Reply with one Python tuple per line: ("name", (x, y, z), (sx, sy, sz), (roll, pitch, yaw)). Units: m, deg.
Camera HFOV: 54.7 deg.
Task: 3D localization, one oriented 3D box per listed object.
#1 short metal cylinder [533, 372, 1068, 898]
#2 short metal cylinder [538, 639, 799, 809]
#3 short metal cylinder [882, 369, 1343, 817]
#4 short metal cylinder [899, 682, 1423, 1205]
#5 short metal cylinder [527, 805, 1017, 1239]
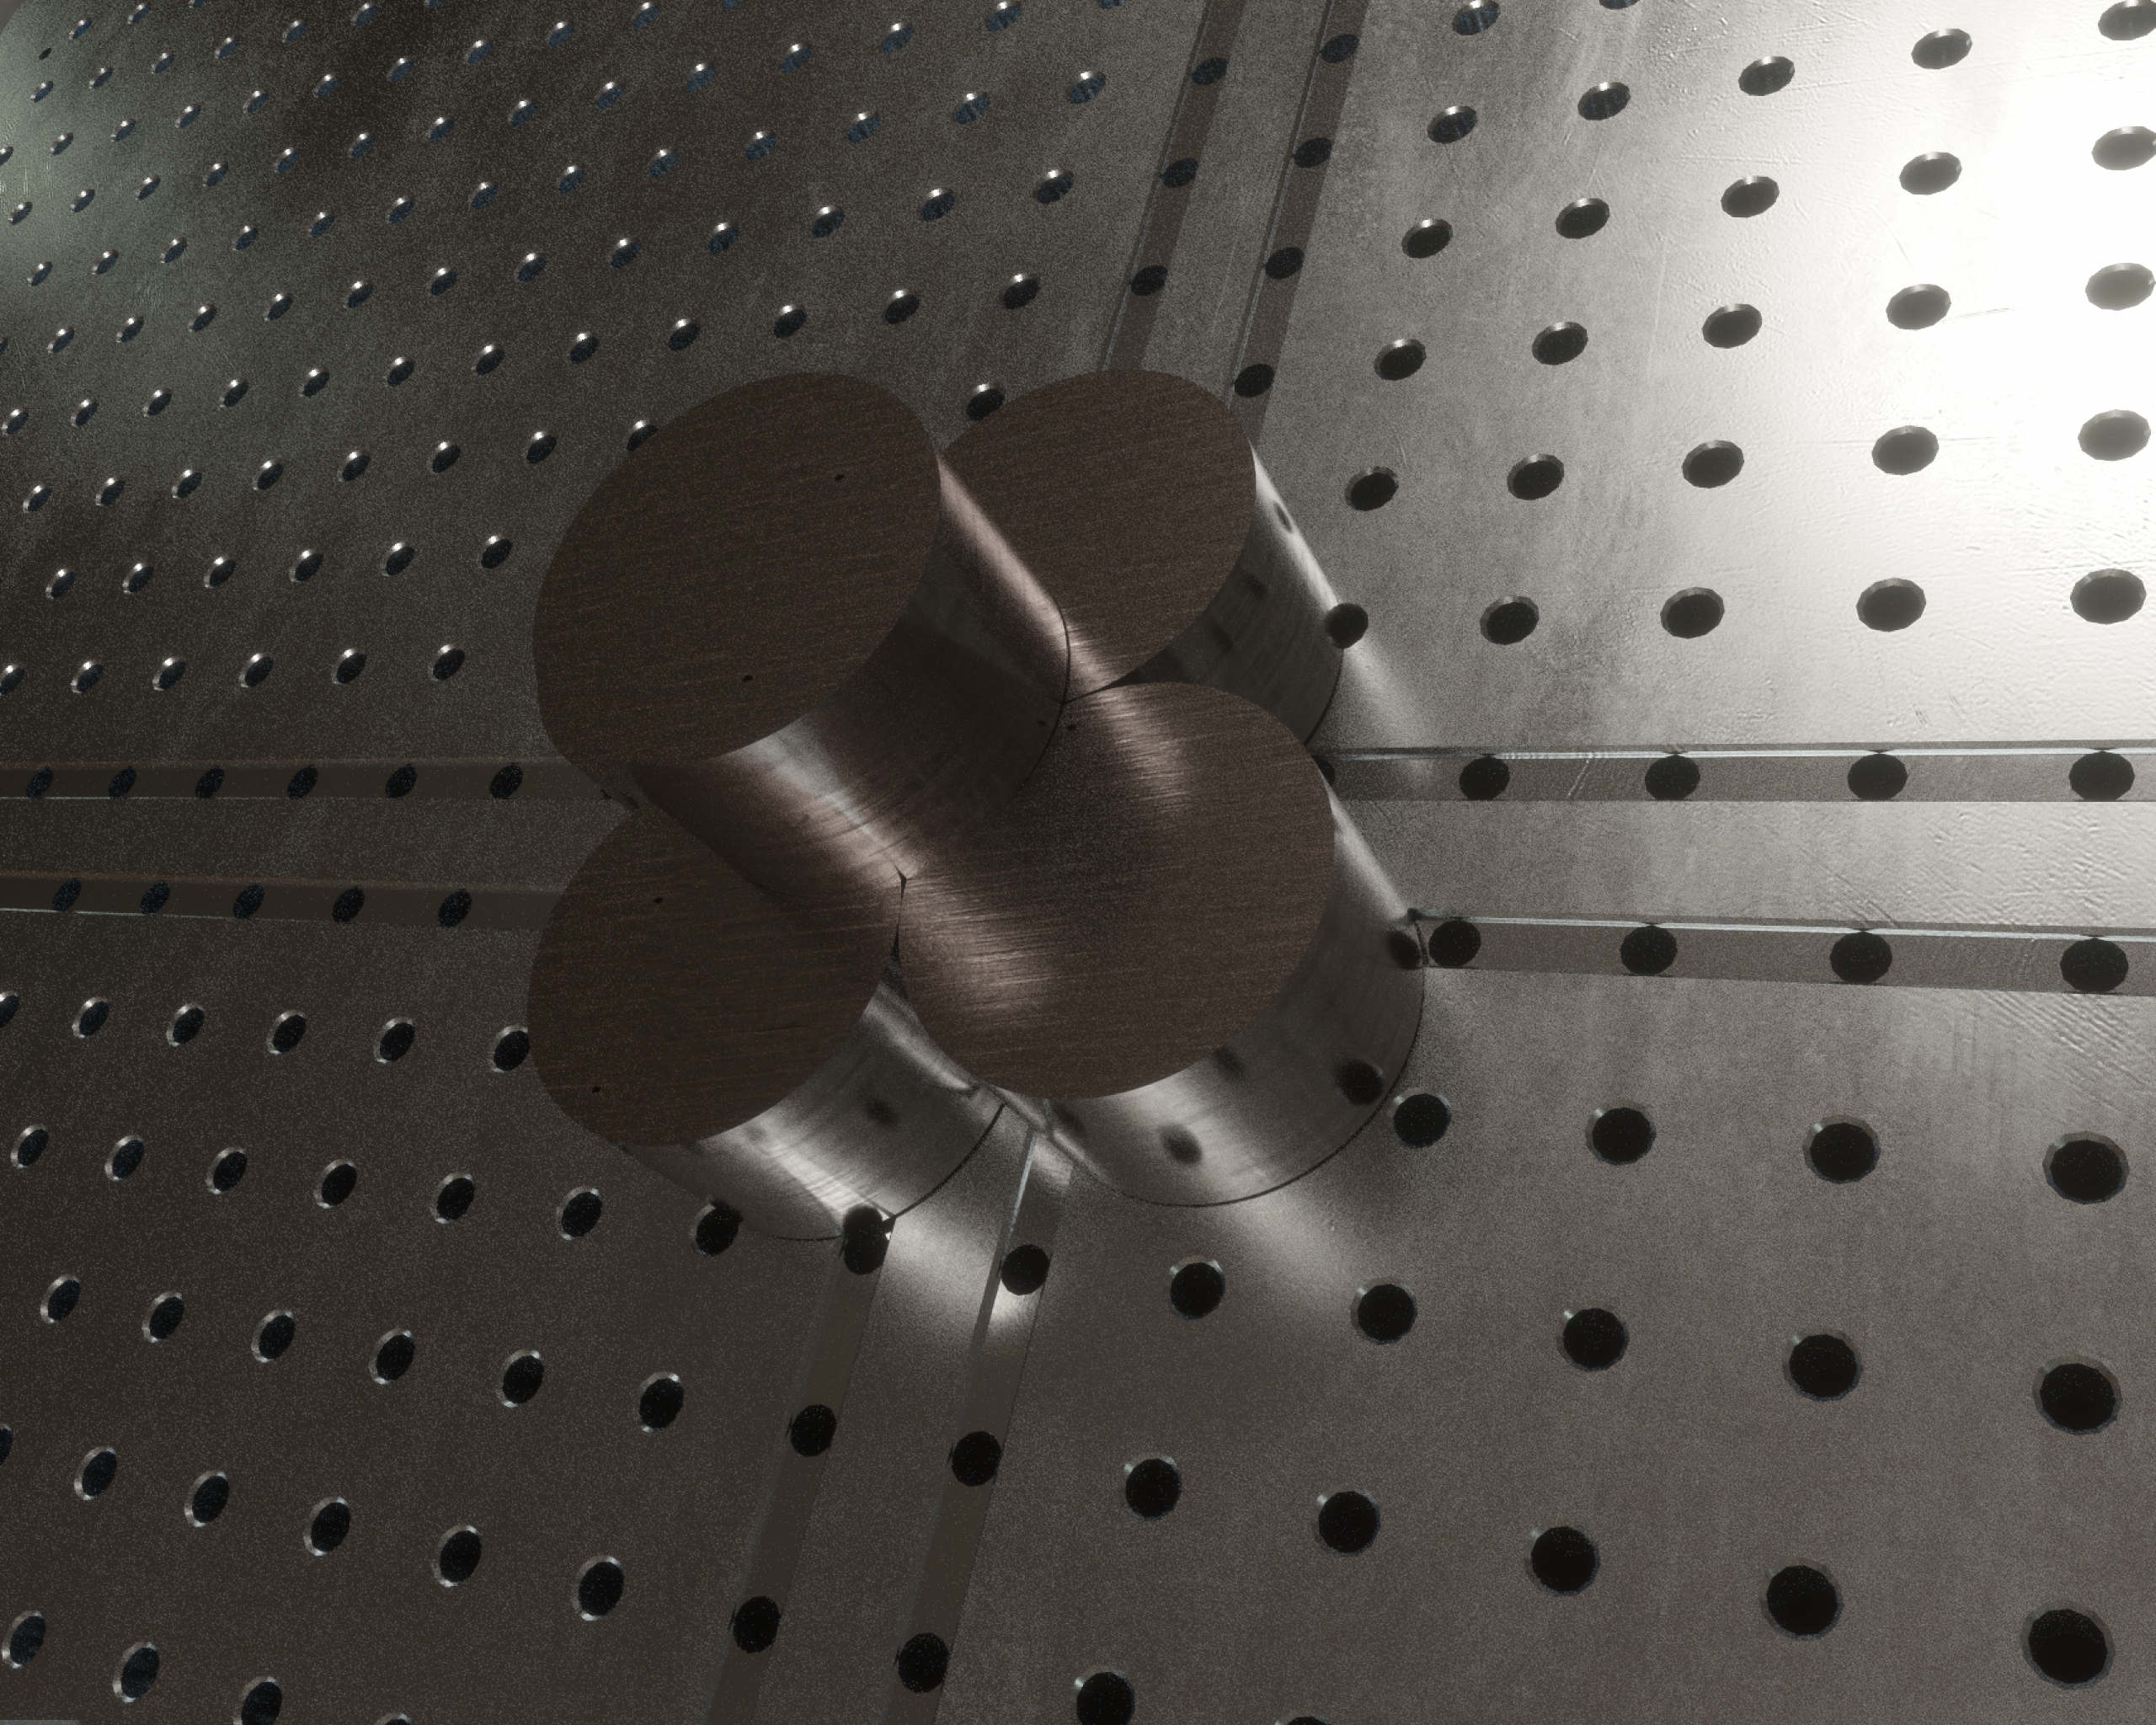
("short metal cylinder", (-0.049, -0.040, 0.374), (0.080, 0.050, 0.080), (-12, 58, 20))
("short metal cylinder", (-0.067, -0.039, 0.449), (0.080, 0.050, 0.080), (-13, 56, 20))
("short metal cylinder", (0.007, -0.051, 0.418), (0.080, 0.050, 0.080), (-13, 56, 20))
("short metal cylinder", (0.016, 0.015, 0.373), (0.080, 0.050, 0.080), (-13, 56, 20))
("short metal cylinder", (-0.058, 0.026, 0.404), (0.080, 0.050, 0.080), (-13, 56, 20))
